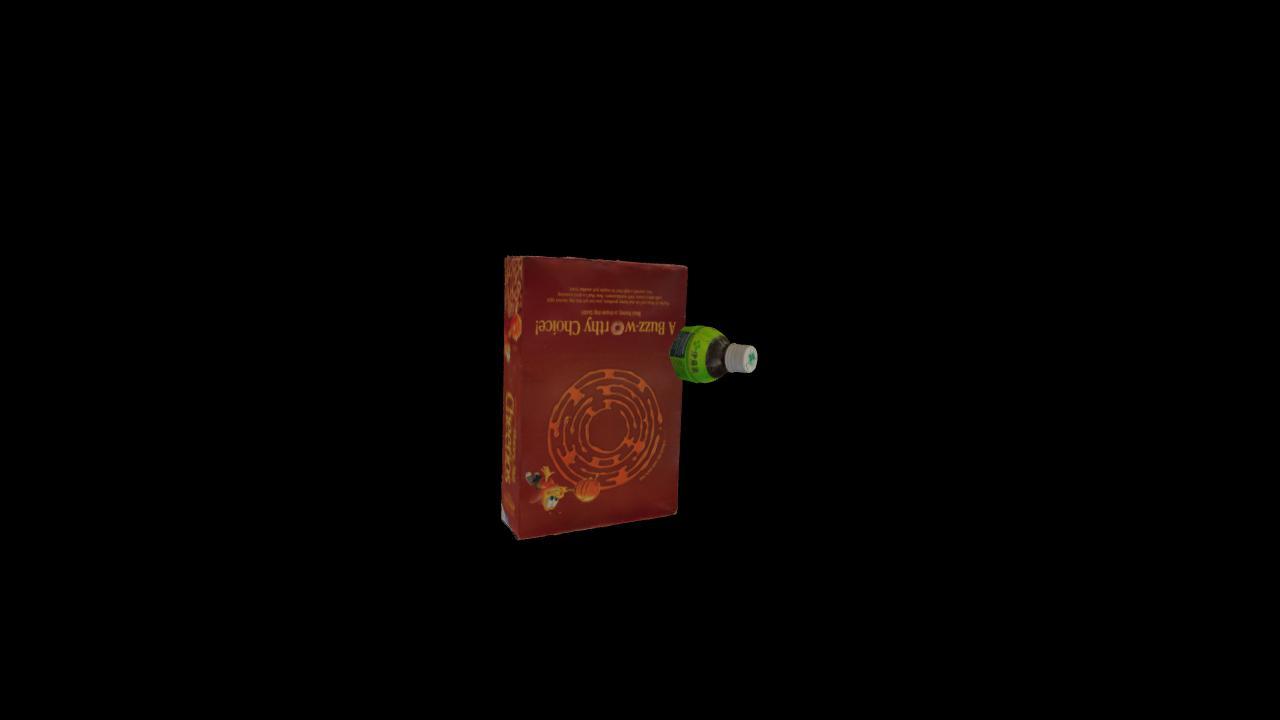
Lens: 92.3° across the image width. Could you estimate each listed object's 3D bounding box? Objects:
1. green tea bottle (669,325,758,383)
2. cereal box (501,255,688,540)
[{"bbox_3d":[0.043,-0.009,0.742,0.212,0.073,0.073,9,6,43],"label":"green tea bottle"},{"bbox_3d":[-0.052,0.039,0.708,0.203,0.306,0.081,-2,8,-28],"label":"cereal box"}]
